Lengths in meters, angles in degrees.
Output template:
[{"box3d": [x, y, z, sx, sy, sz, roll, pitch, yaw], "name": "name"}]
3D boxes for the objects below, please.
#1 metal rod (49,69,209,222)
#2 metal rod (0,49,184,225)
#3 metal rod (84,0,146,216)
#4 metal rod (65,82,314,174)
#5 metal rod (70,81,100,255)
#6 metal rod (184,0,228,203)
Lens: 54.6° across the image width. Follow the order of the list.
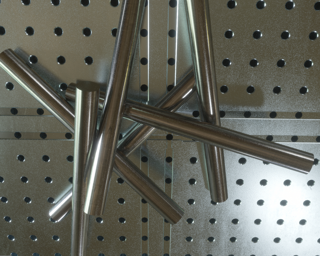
[{"box3d": [-0.048, 0.028, 0.423, 0.025, 0.025, 0.299, 43, 104, -14], "name": "metal rod"}, {"box3d": [-0.084, 0.015, 0.396, 0.300, 0.025, 0.025, 44, 104, -6], "name": "metal rod"}, {"box3d": [-0.049, -0.045, 0.359, 0.025, 0.025, 0.298, 11, 96, -4], "name": "metal rod"}, {"box3d": [0.028, -0.003, 0.375, 0.301, 0.025, 0.025, 17, 110, 8], "name": "metal rod"}, {"box3d": [-0.102, 0.079, 0.407, 0.025, 0.025, 0.298, 10, 123, -4], "name": "metal rod"}, {"box3d": [0.060, -0.029, 0.380, 0.025, 0.025, 0.298, -10, 118, 3], "name": "metal rod"}]
